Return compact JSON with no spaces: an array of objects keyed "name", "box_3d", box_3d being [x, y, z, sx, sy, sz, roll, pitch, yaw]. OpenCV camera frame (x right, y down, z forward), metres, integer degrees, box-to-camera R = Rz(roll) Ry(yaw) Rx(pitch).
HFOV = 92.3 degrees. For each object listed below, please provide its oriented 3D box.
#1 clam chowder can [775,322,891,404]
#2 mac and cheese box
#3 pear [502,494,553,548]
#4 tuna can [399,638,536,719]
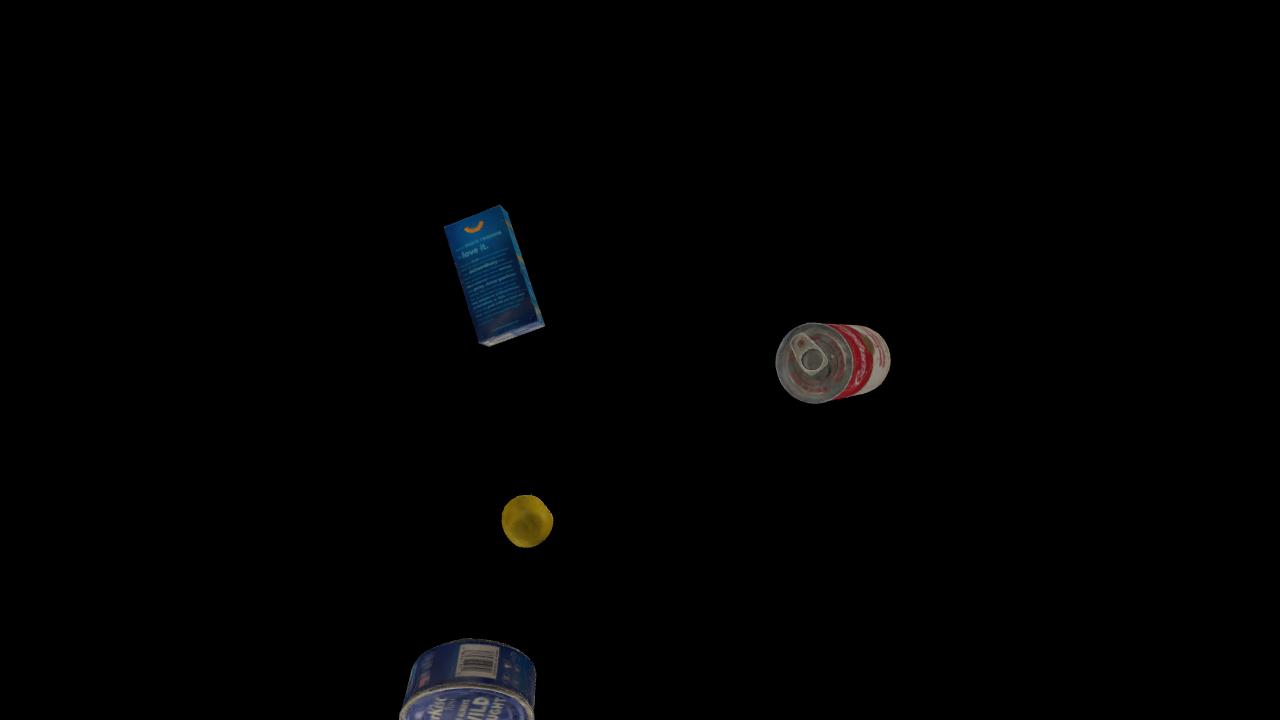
[{"name":"clam chowder can","box_3d":[0.174,0.001,0.546,0.068,0.068,0.102,0,1,39]},{"name":"mac and cheese box","box_3d":[-0.209,-0.120,0.881,0.093,0.184,0.041,-20,-11,6]},{"name":"pear","box_3d":[-0.172,0.242,0.950,0.080,0.080,0.111,0,2,-2]},{"name":"tuna can","box_3d":[-0.110,0.220,0.402,0.084,0.084,0.034,0,34,-6]}]
